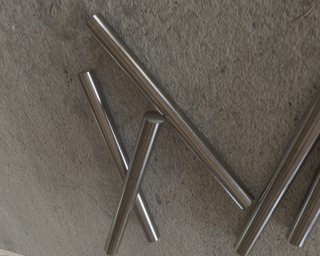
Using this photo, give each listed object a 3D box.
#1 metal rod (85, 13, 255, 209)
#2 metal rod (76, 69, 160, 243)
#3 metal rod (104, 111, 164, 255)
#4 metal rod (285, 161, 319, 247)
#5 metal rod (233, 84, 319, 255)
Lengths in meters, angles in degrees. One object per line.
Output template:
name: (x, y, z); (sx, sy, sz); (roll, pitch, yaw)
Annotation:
metal rod: (0.017, -0.016, 0.387); (0.300, 0.025, 0.025); (49, 129, -7)
metal rod: (-0.056, 0.055, 0.470); (0.025, 0.025, 0.298); (-5, 116, 30)
metal rod: (-0.047, 0.100, 0.460); (0.025, 0.025, 0.298); (27, 127, 11)
metal rod: (0.187, 0.020, 0.320); (0.025, 0.025, 0.298); (18, 126, 18)
metal rod: (0.145, 0.057, 0.365); (0.025, 0.025, 0.298); (23, 127, 14)
